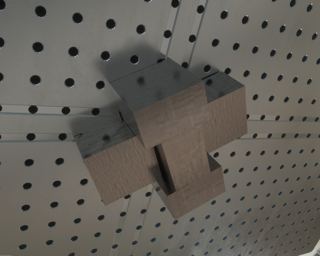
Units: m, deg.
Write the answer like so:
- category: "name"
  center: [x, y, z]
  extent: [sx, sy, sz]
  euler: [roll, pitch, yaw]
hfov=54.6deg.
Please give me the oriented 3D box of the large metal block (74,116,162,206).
- category: "large metal block"
  center: [-0.051, 0.038, 0.391]
  extent: [0.080, 0.050, 0.080]
  euler: [-24, 127, -14]

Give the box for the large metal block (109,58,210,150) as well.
- category: "large metal block"
  center: [-0.002, -0.031, 0.354]
  extent: [0.080, 0.080, 0.050]
  euler: [-25, 127, -13]

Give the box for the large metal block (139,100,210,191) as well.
- category: "large metal block"
  center: [0.016, 0.017, 0.394]
  extent: [0.050, 0.080, 0.080]
  euler: [-26, 128, -12]

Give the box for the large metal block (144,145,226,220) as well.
- category: "large metal block"
  center: [0.032, 0.066, 0.433]
  extent: [0.080, 0.080, 0.050]
  euler: [-26, 128, -13]

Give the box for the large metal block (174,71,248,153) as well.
- category: "large metal block"
  center: [0.068, -0.018, 0.419]
  extent: [0.080, 0.050, 0.080]
  euler: [-26, 130, -12]
